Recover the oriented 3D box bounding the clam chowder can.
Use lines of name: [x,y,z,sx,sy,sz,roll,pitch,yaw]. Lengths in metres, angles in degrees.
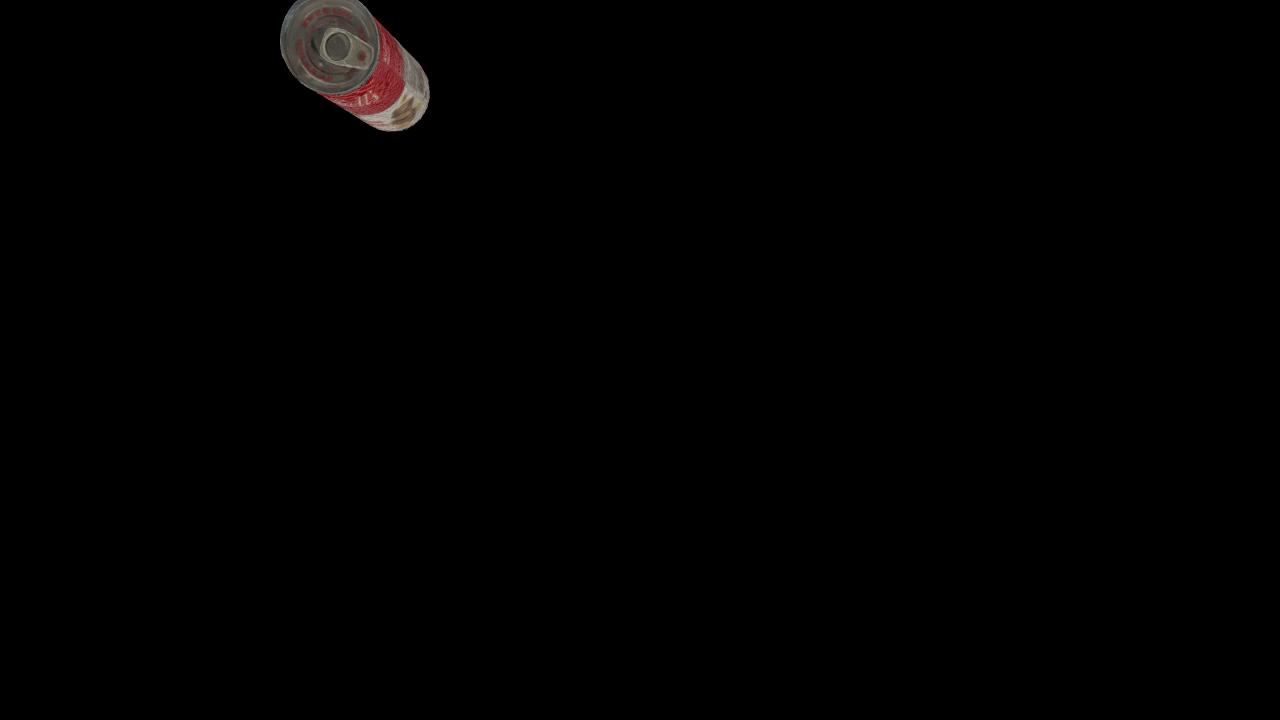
clam chowder can: [-0.206,-0.217,0.460,0.068,0.068,0.102,0,6,1]
